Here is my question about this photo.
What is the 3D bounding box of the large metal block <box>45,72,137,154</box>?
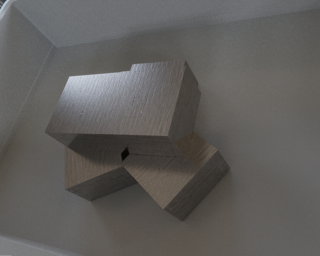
[{"bbox_3d":[-0.078,-0.018,0.375,0.080,0.050,0.080,1,62,28],"label":"large metal block"}]

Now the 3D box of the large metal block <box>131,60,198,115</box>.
[{"bbox_3d":[-0.002,-0.041,0.414,0.080,0.050,0.080,2,62,29],"label":"large metal block"}]

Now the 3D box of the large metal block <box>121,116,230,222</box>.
[{"bbox_3d":[0.017,0.043,0.351,0.080,0.050,0.080,-47,51,-5],"label":"large metal block"}]

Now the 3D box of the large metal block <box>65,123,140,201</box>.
[{"bbox_3d":[-0.075,0.038,0.404,0.080,0.050,0.080,-23,53,14],"label":"large metal block"}]

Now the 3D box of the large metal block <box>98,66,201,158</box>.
[{"bbox_3d":[-0.008,-0.017,0.336,0.080,0.050,0.080,1,62,28],"label":"large metal block"}]
